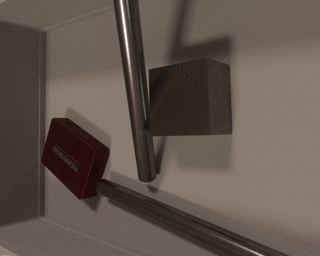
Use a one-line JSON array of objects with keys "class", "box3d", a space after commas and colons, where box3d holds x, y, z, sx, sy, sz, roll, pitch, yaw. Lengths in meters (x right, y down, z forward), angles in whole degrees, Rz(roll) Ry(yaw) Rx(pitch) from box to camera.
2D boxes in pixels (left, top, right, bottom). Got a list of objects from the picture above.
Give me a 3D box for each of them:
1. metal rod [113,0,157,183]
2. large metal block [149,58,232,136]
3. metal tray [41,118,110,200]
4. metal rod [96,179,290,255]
[{"class": "metal rod", "box3d": [-0.029, -0.063, 0.348, 0.025, 0.025, 0.298, 21, 128, 38]}, {"class": "large metal block", "box3d": [0.035, -0.031, 0.361, 0.080, 0.050, 0.079, -3, 88, 39]}, {"class": "metal tray", "box3d": [-0.146, 0.048, 0.521, 0.130, 0.030, 0.089, 30, 109, 35]}, {"class": "metal rod", "box3d": [0.026, 0.116, 0.383, 0.300, 0.025, 0.025, 13, 98, 39]}]
